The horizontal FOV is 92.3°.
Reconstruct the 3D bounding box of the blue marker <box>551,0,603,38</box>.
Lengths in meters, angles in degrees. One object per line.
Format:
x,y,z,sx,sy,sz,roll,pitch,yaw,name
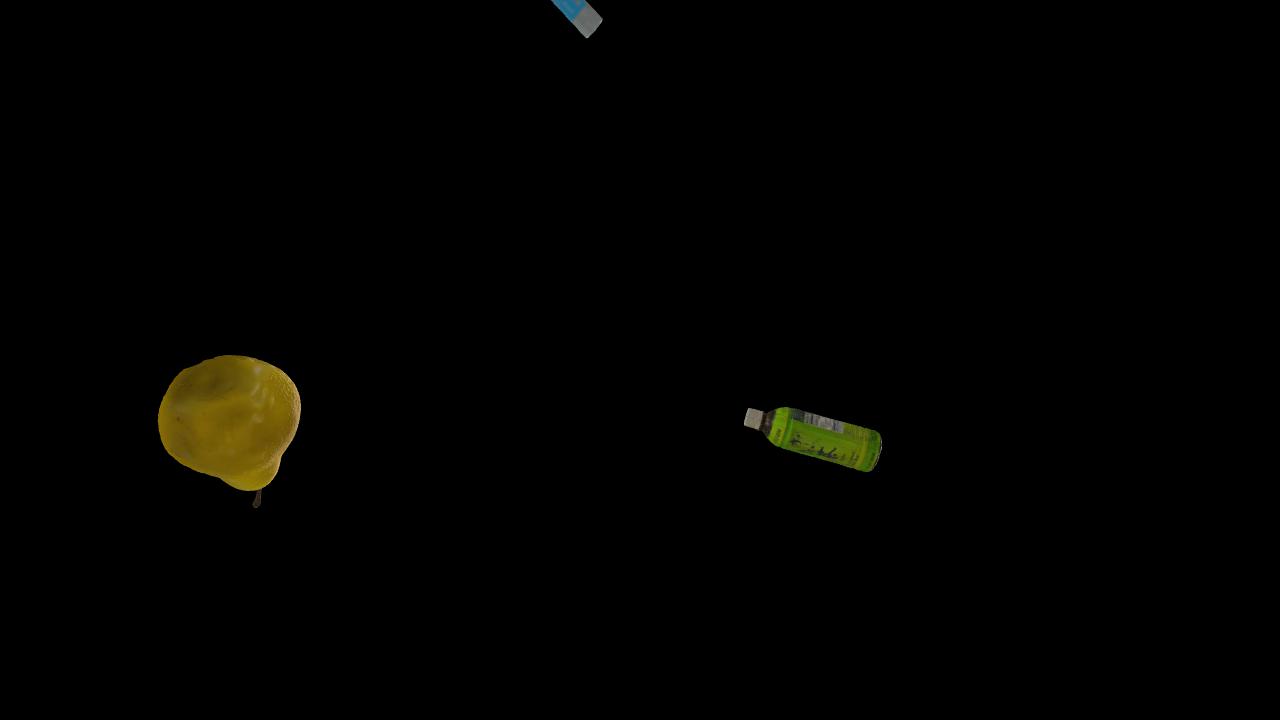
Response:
-0.077,-0.291,0.452,0.121,0.020,0.020,42,-14,-17,blue marker

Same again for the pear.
-0.259,0.051,0.405,0.080,0.080,0.111,0,-43,-8,pear

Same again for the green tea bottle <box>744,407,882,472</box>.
0.275,0.119,0.994,0.212,0.073,0.073,17,2,7,green tea bottle
